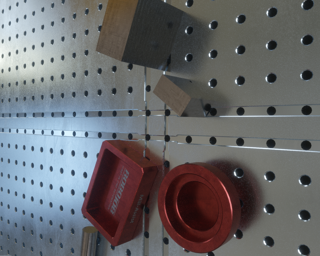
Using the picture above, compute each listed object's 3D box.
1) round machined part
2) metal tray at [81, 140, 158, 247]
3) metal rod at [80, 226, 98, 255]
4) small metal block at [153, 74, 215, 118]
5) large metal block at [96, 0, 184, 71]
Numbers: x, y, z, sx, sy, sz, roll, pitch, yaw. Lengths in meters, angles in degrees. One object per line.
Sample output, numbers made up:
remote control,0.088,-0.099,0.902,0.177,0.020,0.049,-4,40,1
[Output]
round machined part,0.048,0.088,0.357,0.098,0.042,0.097,0,90,39
metal tray,-0.063,0.093,0.455,0.090,0.030,0.129,31,109,35
metal rod,-0.131,0.311,0.514,0.025,0.025,0.298,12,98,39
small metal block,0.029,-0.037,0.368,0.050,0.050,0.025,44,116,31
large metal block,-0.025,-0.123,0.392,0.050,0.081,0.079,29,108,36
